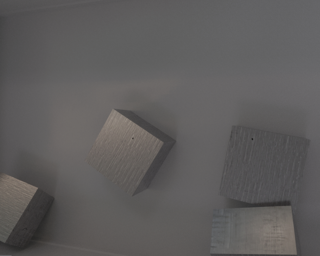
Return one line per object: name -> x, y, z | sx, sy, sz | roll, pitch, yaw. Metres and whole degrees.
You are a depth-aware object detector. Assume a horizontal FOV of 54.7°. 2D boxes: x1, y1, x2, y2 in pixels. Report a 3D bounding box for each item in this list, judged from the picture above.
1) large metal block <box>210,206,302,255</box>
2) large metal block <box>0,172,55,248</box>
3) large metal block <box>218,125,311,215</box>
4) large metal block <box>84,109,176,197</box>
large metal block -> 0.106, 0.129, 0.334 | 0.080, 0.080, 0.050 | -9, 42, 23
large metal block -> -0.220, 0.119, 0.457 | 0.080, 0.050, 0.080 | 17, 65, 19
large metal block -> 0.118, 0.044, 0.355 | 0.080, 0.050, 0.080 | 11, 94, 19
large metal block -> -0.039, 0.030, 0.411 | 0.080, 0.050, 0.080 | 33, 101, 17
